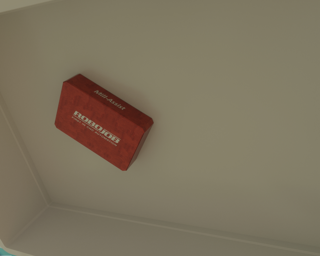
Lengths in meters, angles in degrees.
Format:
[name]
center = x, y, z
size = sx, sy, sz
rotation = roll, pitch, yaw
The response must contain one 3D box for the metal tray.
[metal tray]
center = -0.084, -0.007, 0.444
size = 0.130, 0.030, 0.089
rotation = 32, 128, 7
